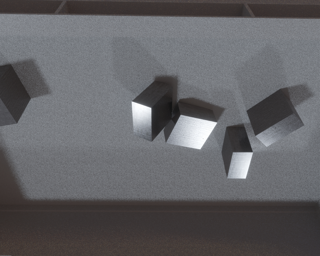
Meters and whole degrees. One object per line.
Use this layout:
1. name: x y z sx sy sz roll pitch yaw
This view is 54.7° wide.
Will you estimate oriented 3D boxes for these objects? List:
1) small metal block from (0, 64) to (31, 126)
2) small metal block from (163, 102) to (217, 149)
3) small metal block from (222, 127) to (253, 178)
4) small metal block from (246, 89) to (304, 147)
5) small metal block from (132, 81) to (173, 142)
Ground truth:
1. small metal block: -0.181 -0.038 0.359 0.025 0.050 0.050 -9 130 7
2. small metal block: 0.038 -0.002 0.404 0.050 0.025 0.050 11 130 -18
3. small metal block: 0.104 0.033 0.422 0.025 0.050 0.050 0 130 0
4. small metal block: 0.140 -0.013 0.383 0.050 0.050 0.025 -36 121 26
5. small metal block: -0.008 -0.020 0.371 0.025 0.050 0.050 20 134 22
